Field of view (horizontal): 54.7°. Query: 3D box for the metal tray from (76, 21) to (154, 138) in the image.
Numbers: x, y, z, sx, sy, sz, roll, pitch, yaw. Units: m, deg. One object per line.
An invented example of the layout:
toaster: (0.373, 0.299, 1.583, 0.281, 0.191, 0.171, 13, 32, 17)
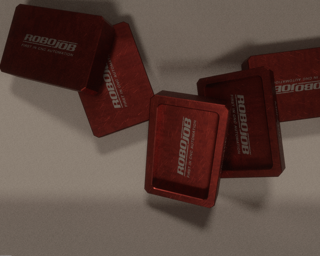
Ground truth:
metal tray: (-0.062, -0.062, 0.408, 0.090, 0.030, 0.129, -20, 90, -1)

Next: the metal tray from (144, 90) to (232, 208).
metal tray: (0.032, 0.025, 0.376, 0.090, 0.030, 0.129, 10, 110, 16)

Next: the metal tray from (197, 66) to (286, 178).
metal tray: (0.101, -0.004, 0.389, 0.090, 0.030, 0.129, -7, 90, 29)

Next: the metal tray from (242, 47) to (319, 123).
metal tray: (0.182, -0.056, 0.411, 0.131, 0.030, 0.089, -7, 90, -1)

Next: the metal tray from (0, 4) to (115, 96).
metal tray: (-0.129, -0.099, 0.387, 0.130, 0.030, 0.090, 15, 89, 18)
